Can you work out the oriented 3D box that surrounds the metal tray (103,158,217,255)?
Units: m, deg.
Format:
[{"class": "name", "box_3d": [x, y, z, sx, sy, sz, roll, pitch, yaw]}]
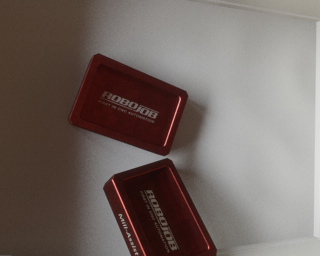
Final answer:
[{"class": "metal tray", "box_3d": [0.000, 0.108, 0.365, 0.091, 0.030, 0.130, -13, 68, -39]}]

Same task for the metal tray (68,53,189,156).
[{"class": "metal tray", "box_3d": [-0.038, -0.026, 0.393, 0.131, 0.030, 0.090, 21, 83, -19]}]
